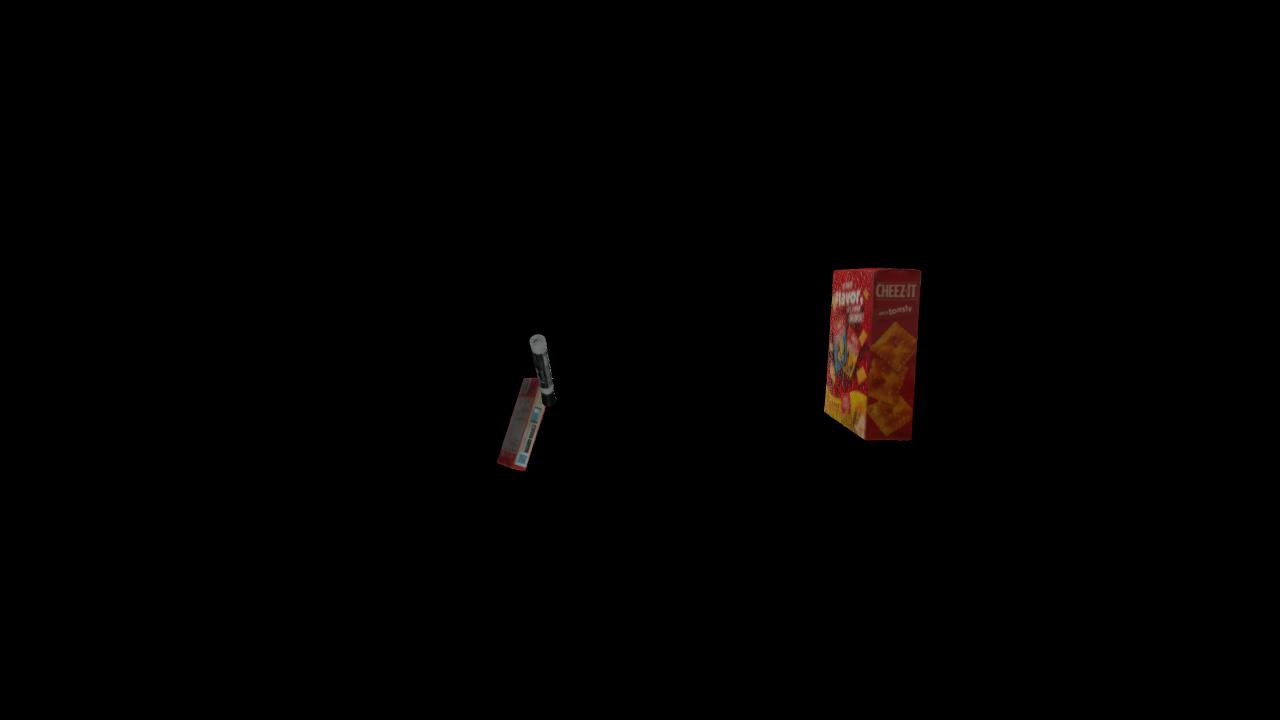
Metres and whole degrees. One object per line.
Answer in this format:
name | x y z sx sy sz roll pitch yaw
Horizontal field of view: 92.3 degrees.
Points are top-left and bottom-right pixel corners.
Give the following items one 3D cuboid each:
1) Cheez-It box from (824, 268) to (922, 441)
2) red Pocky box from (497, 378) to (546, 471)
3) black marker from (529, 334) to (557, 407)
Cheez-It box | 0.318 -0.015 0.855 0.071 0.223 0.166 0 8 -1
red Pocky box | -0.195 0.106 1.039 0.028 0.155 0.083 22 -13 -29
black marker | -0.117 0.017 0.753 0.020 0.020 0.121 0 -42 1
